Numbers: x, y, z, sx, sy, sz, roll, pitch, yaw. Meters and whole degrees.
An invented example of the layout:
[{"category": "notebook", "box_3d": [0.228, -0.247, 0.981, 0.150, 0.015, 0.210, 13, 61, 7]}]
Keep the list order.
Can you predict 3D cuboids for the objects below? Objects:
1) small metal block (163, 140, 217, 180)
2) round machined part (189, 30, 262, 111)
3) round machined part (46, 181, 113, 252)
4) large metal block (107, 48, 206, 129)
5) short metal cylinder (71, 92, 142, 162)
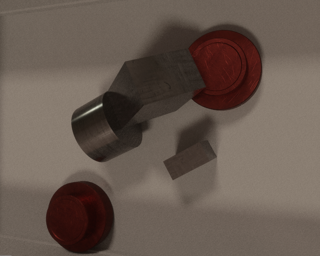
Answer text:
[{"category": "small metal block", "box_3d": [0.039, 0.039, 0.383, 0.050, 0.050, 0.025, -30, 80, 17]}, {"category": "round machined part", "box_3d": [0.072, -0.070, 0.376, 0.098, 0.042, 0.097, 0, 90, 19]}, {"category": "round machined part", "box_3d": [-0.120, 0.126, 0.439, 0.098, 0.042, 0.097, -2, 85, 19]}, {"category": "large metal block", "box_3d": [-0.007, -0.045, 0.365, 0.050, 0.081, 0.080, 67, 152, 8]}, {"category": "short metal cylinder", "box_3d": [-0.067, -0.002, 0.402, 0.050, 0.080, 0.080, -27, 82, 22]}]
